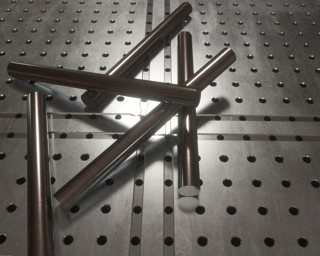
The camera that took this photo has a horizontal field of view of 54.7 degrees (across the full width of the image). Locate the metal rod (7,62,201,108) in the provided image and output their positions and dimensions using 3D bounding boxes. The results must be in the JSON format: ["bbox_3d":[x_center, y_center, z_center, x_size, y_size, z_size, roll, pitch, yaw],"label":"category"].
[{"bbox_3d":[-0.092,-0.063,0.424,0.301,0.025,0.025,11,50,23],"label":"metal rod"}]

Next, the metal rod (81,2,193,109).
[{"bbox_3d":[-0.025,-0.136,0.521,0.025,0.025,0.301,25,54,19],"label":"metal rod"}]

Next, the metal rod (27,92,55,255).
[{"bbox_3d":[-0.135,0.069,0.348,0.025,0.025,0.300,-12,51,-10],"label":"metal rod"}]

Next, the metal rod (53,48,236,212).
[{"bbox_3d":[-0.004,-0.011,0.392,0.025,0.025,0.301,37,66,26],"label":"metal rod"}]

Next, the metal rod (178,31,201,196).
[{"bbox_3d":[0.038,-0.044,0.444,0.025,0.025,0.300,2,50,1],"label":"metal rod"}]
